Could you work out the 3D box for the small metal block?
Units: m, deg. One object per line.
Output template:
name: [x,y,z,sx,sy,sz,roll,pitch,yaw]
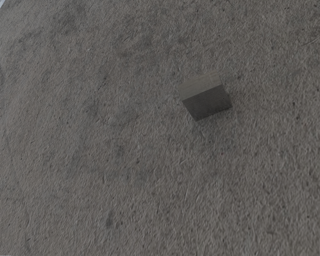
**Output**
small metal block: [0.056,-0.039,0.383,0.050,0.050,0.025,-22,54,15]
